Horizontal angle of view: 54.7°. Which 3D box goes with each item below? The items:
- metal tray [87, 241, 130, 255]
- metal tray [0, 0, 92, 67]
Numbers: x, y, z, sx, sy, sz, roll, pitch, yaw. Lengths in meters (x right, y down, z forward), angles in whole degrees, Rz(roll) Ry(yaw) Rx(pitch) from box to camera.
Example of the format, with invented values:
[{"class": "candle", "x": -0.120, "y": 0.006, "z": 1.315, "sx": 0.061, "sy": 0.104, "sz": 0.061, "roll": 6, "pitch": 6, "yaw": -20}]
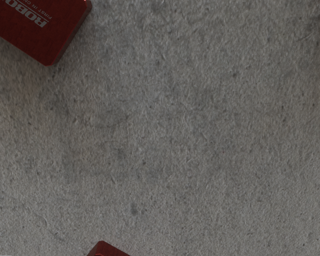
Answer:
[{"class": "metal tray", "x": -0.096, "y": 0.253, "z": 0.499, "sx": 0.090, "sy": 0.030, "sz": 0.129, "roll": 35, "pitch": 106, "yaw": -12}, {"class": "metal tray", "x": -0.157, "y": -0.144, "z": 0.352, "sx": 0.130, "sy": 0.030, "sz": 0.090, "roll": 34, "pitch": 106, "yaw": -12}]
